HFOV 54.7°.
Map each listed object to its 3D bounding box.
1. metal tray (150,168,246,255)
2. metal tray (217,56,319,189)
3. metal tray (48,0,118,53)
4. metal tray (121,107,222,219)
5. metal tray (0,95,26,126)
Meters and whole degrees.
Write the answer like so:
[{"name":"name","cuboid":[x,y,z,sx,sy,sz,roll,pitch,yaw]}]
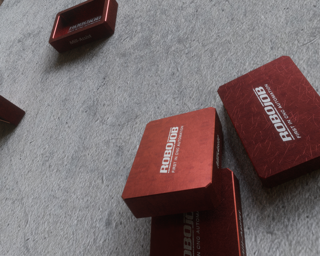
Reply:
[{"name":"metal tray","cuboid":[0.037,0.111,0.313,0.090,0.030,0.130,-11,57,22]},{"name":"metal tray","cuboid":[0.128,-0.011,0.340,0.090,0.030,0.130,-26,53,12]},{"name":"metal tray","cuboid":[-0.149,-0.205,0.604,0.130,0.030,0.090,-12,57,21]},{"name":"metal tray","cuboid":[0.019,0.033,0.338,0.090,0.030,0.130,-13,33,21]},{"name":"metal tray","cuboid":[-0.319,-0.047,0.558,0.130,0.090,0.030,13,69,33]}]
